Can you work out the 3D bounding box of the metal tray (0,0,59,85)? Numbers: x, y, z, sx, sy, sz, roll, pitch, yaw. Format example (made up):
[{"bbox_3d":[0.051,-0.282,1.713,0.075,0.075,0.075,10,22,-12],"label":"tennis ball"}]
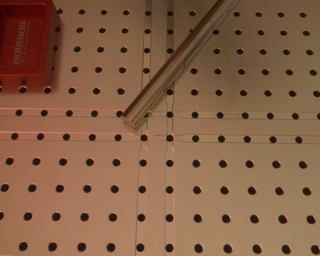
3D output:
[{"bbox_3d":[-0.203,-0.127,0.453,0.091,0.030,0.130,-1,70,-1],"label":"metal tray"}]

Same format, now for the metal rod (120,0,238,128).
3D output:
[{"bbox_3d":[0.046,-0.122,0.456,0.025,0.025,0.300,35,73,11],"label":"metal rod"}]
